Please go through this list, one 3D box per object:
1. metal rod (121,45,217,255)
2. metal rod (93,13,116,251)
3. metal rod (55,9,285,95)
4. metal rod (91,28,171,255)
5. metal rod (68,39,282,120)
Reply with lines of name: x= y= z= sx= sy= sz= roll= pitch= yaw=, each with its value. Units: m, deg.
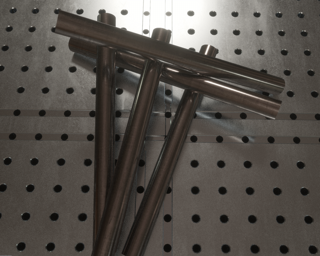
metal rod: x=0.020 y=0.017 z=0.405 sx=0.025 sy=0.025 sz=0.300 roll=19 pitch=71 yaw=6
metal rod: x=-0.069 y=-0.005 z=0.391 sx=0.025 sy=0.025 sz=0.299 roll=-1 pitch=78 yaw=-1
metal rod: x=0.029 y=-0.086 z=0.382 sx=0.302 sy=0.025 sz=0.025 roll=11 pitch=69 yaw=-21
metal rod: x=-0.032 y=0.016 z=0.368 sx=0.025 sy=0.025 sz=0.299 roll=13 pitch=75 yaw=4
metal rod: x=0.009 y=-0.073 z=0.417 sx=0.301 sy=0.025 sz=0.025 roll=21 pitch=71 yaw=15
